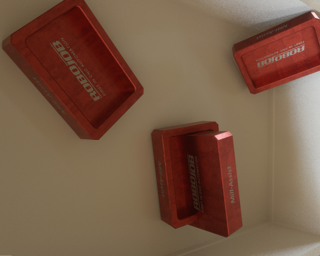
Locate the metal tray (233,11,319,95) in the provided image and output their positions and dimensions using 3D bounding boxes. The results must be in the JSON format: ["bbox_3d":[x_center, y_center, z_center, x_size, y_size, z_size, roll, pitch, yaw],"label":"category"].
[{"bbox_3d":[0.195,-0.117,0.503,0.090,0.130,0.030,55,27,-31],"label":"metal tray"}]

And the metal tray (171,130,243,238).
[{"bbox_3d":[0.058,0.070,0.415,0.030,0.090,0.129,-14,100,-40],"label":"metal tray"}]

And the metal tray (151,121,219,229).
[{"bbox_3d":[0.041,0.060,0.424,0.091,0.030,0.129,-10,97,-28],"label":"metal tray"}]

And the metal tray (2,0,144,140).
[{"bbox_3d":[-0.085,-0.062,0.333,0.090,0.030,0.130,-50,120,-28],"label":"metal tray"}]
